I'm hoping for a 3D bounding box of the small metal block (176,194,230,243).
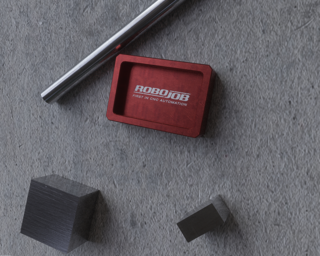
[{"bbox_3d":[0.054,0.108,0.376,0.050,0.050,0.025,-35,79,16],"label":"small metal block"}]

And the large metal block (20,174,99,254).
[{"bbox_3d":[-0.143,0.119,0.445,0.080,0.050,0.079,15,95,19],"label":"large metal block"}]

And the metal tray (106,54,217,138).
[{"bbox_3d":[0.000,-0.043,0.405,0.130,0.030,0.089,12,94,19],"label":"metal tray"}]

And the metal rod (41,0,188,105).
[{"bbox_3d":[-0.049,-0.124,0.425,0.300,0.025,0.025,-33,80,16],"label":"metal rod"}]
